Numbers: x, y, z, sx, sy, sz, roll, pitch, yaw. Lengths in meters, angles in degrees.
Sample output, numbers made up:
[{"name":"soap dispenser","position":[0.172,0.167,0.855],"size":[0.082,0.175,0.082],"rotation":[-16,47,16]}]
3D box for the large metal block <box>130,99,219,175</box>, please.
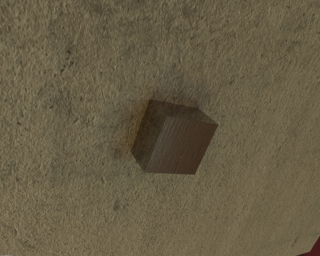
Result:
[{"name":"large metal block","position":[0.018,0.014,0.412],"size":[0.081,0.050,0.079],"rotation":[8,114,-32]}]
